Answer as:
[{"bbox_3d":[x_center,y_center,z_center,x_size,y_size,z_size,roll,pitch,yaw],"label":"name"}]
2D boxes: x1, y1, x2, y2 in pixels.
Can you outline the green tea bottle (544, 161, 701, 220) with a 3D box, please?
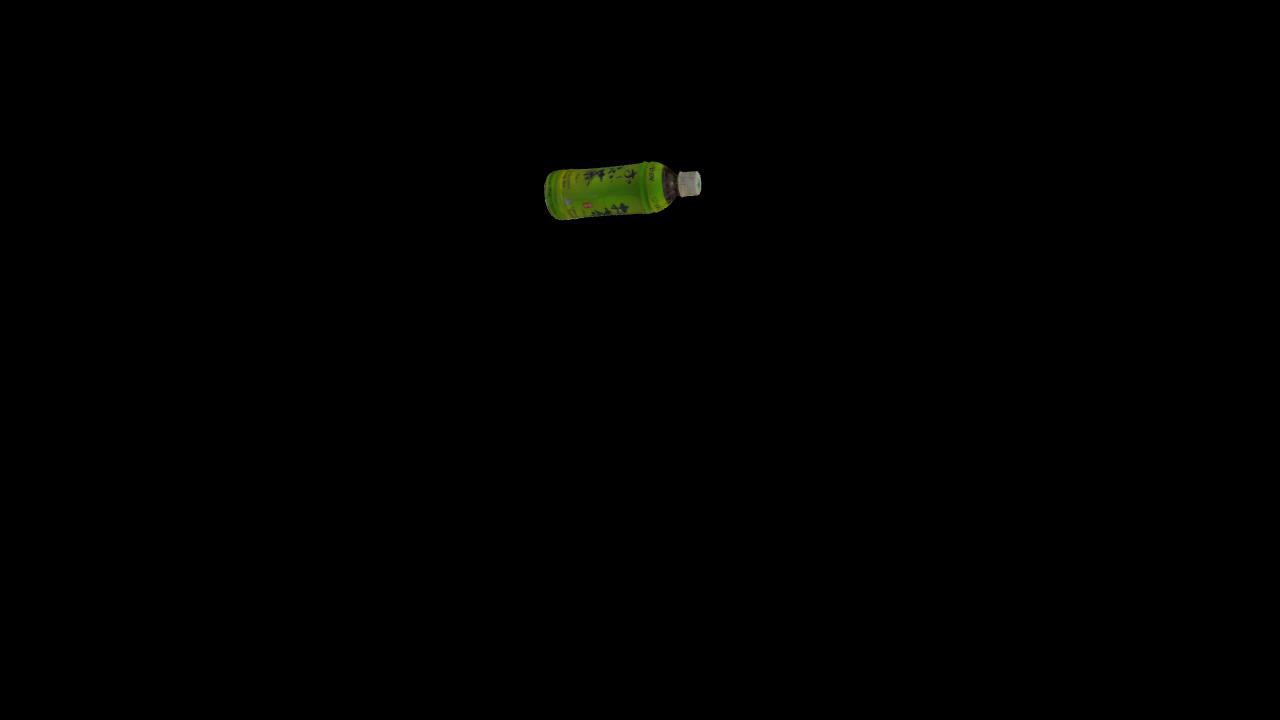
[{"bbox_3d":[-0.022,-0.232,0.836,0.212,0.073,0.073,-1,0,19],"label":"green tea bottle"}]
